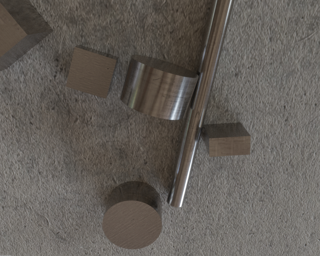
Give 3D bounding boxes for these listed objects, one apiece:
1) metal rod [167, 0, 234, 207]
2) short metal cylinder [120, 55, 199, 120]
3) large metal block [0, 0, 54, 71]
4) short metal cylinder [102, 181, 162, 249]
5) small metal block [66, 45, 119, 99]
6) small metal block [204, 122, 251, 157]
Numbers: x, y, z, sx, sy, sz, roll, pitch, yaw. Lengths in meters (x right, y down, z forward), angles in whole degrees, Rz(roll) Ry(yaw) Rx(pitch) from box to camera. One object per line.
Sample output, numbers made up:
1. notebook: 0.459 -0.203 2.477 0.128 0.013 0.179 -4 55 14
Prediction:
1. metal rod: 0.049 -0.030 0.399 0.025 0.025 0.298 10 110 -4
2. short metal cylinder: -0.001 -0.049 0.363 0.080 0.080 0.050 16 109 -6
3. large metal block: -0.177 -0.102 0.341 0.080 0.080 0.050 -34 107 11
4. short metal cylinder: -0.038 0.123 0.442 0.081 0.050 0.079 0 110 0
5. small metal block: -0.083 -0.070 0.383 0.050 0.025 0.050 17 109 -7
6. small metal block: 0.086 0.014 0.403 0.050 0.050 0.025 -3 110 1
